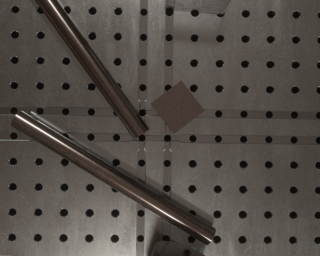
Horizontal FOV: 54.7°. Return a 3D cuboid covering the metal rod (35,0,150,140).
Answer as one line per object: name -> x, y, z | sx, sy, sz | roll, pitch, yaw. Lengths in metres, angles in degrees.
metal rod -> -0.111, -0.113, 0.411 | 0.025, 0.025, 0.299 | -35, 90, 0

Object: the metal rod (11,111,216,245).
metal rod -> -0.060, 0.066, 0.412 | 0.301, 0.025, 0.025 | 32, 90, -1

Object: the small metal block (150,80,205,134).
small metal block -> 0.023, -0.027, 0.414 | 0.050, 0.025, 0.050 | -38, 91, 0

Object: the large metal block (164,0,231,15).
large metal block -> 0.050, -0.198, 0.401 | 0.081, 0.050, 0.079 | 5, 90, -1

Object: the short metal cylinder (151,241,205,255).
short metal cylinder -> 0.023, 0.184, 0.386 | 0.080, 0.080, 0.050 | 19, 90, -1
